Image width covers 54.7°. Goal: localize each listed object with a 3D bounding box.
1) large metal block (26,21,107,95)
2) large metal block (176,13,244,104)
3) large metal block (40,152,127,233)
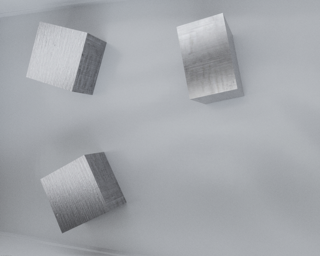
[{"bbox_3d":[-0.133,-0.098,0.444,0.080,0.050,0.080,18,96,19],"label":"large metal block"},{"bbox_3d":[0.062,-0.074,0.359,0.050,0.080,0.080,-11,86,20],"label":"large metal block"},{"bbox_3d":[-0.107,0.089,0.435,0.080,0.050,0.080,-29,81,17],"label":"large metal block"}]
